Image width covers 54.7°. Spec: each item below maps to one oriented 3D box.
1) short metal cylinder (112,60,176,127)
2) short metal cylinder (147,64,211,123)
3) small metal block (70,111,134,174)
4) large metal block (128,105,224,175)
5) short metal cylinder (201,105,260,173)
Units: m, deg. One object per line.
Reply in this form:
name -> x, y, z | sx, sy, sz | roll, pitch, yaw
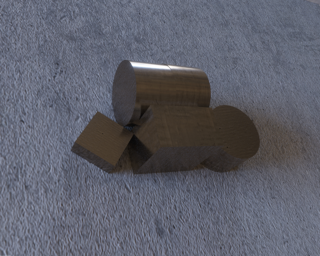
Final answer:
short metal cylinder -> -0.022, -0.041, 0.384 | 0.050, 0.080, 0.080 | 1, 62, -28
short metal cylinder -> 0.022, -0.042, 0.408 | 0.050, 0.080, 0.080 | 1, 62, -28
small metal block -> -0.066, 0.017, 0.360 | 0.050, 0.025, 0.050 | 33, 51, -7
large metal block -> 0.014, 0.016, 0.369 | 0.081, 0.080, 0.050 | 1, 62, -28
short metal cylinder -> 0.088, 0.015, 0.427 | 0.081, 0.050, 0.080 | 14, 56, -21
